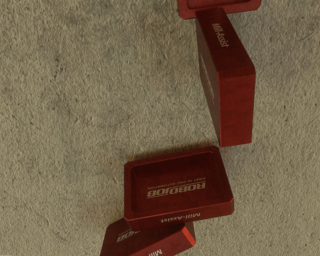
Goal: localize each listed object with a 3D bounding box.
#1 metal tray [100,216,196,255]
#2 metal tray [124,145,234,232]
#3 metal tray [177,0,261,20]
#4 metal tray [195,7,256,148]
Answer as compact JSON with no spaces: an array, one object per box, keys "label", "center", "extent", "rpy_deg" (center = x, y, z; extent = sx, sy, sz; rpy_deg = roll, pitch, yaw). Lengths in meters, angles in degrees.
[{"label":"metal tray","center":[-0.018,0.148,0.429],"extent":[0.130,0.090,0.030],"rpy_deg":[-29,108,10]},{"label":"metal tray","center":[0.021,0.076,0.400],"extent":[0.131,0.090,0.030],"rpy_deg":[-11,134,4]},{"label":"metal tray","center":[0.059,-0.191,0.336],"extent":[0.091,0.030,0.129],"rpy_deg":[-7,110,2]},{"label":"metal tray","center":[0.064,-0.056,0.320],"extent":[0.030,0.130,0.090],"rpy_deg":[-9,132,3]}]
